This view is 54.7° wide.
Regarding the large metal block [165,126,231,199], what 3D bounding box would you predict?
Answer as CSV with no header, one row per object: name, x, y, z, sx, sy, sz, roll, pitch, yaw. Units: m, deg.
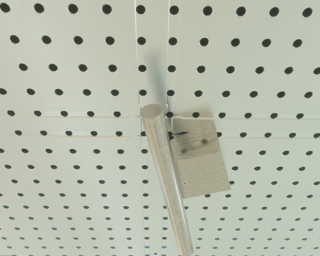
large metal block,0.050,0.052,0.439,0.080,0.050,0.080,-14,129,11

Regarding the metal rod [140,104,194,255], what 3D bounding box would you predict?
metal rod,0.017,0.093,0.425,0.025,0.025,0.298,-8,130,6
